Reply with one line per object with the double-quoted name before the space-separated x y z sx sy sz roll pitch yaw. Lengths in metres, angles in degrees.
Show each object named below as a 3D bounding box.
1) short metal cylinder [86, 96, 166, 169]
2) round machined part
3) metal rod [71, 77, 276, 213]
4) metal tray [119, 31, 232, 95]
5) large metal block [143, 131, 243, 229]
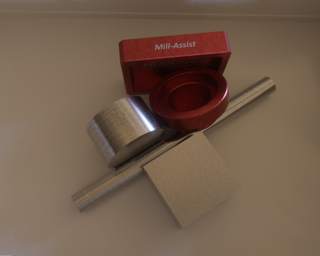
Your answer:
"short metal cylinder" -0.041 0.006 0.376 0.080 0.080 0.050 -32 74 -11
"round machined part" 0.039 -0.032 0.396 0.098 0.042 0.098 -10 44 10
"metal rod" 0.026 0.016 0.403 0.301 0.025 0.025 -31 73 -11
"metal tray" 0.017 -0.081 0.402 0.131 0.090 0.030 -6 71 -3
"large metal block" 0.036 0.063 0.371 0.080 0.050 0.080 -31 73 -11
